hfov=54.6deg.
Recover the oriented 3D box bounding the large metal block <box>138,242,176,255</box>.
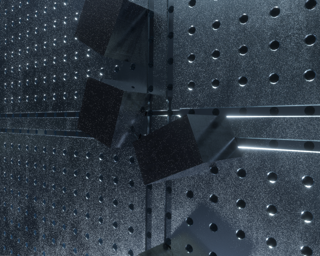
[{"bbox_3d":[0.000,0.211,0.394,0.080,0.050,0.080,38,113,33],"label":"large metal block"}]

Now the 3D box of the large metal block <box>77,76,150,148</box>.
[{"bbox_3d":[-0.069,-0.024,0.452,0.080,0.050,0.080,25,106,37],"label":"large metal block"}]

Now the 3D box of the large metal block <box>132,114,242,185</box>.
[{"bbox_3d":[0.031,0.024,0.349,0.080,0.081,0.050,-28,73,37],"label":"large metal block"}]

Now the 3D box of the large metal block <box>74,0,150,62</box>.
[{"bbox_3d":[-0.072,-0.153,0.454,0.080,0.050,0.080,37,113,34],"label":"large metal block"}]
